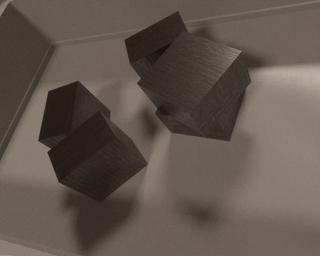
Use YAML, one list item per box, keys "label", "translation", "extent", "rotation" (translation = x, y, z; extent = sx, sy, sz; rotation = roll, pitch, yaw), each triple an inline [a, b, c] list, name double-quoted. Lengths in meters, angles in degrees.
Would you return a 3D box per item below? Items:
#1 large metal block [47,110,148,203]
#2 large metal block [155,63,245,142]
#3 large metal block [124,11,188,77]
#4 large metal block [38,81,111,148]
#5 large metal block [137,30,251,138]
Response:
- label: "large metal block"
  translation: [-0.075, 0.038, 0.385]
  extent: [0.080, 0.080, 0.050]
  rotation: [-39, 51, 2]
- label: "large metal block"
  translation: [0.052, -0.035, 0.383]
  extent: [0.080, 0.050, 0.080]
  rotation: [8, 66, 31]
- label: "large metal block"
  translation: [0.010, -0.096, 0.423]
  extent: [0.080, 0.080, 0.050]
  rotation: [-25, 53, 13]
- label: "large metal block"
  translation: [-0.114, -0.005, 0.431]
  extent: [0.050, 0.080, 0.080]
  rotation: [-15, 56, 19]
- label: "large metal block"
  translation: [0.037, -0.049, 0.336]
  extent: [0.080, 0.050, 0.080]
  rotation: [34, 80, 38]
